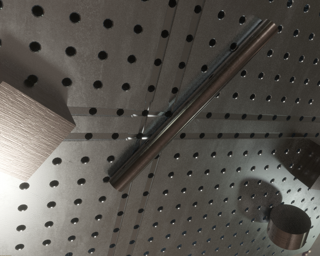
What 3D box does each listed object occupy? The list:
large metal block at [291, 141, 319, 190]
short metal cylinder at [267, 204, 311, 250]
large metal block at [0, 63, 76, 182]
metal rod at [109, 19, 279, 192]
[{"bbox_3d":[0.329,0.079,0.628,0.081,0.050,0.079,13,112,-34],"label":"large metal block"},{"bbox_3d":[0.273,0.210,0.658,0.081,0.080,0.050,-16,125,-20],"label":"short metal cylinder"},{"bbox_3d":[-0.147,-0.004,0.313,0.080,0.050,0.080,-48,130,5],"label":"large metal block"},{"bbox_3d":[0.043,-0.028,0.419,0.300,0.025,0.025,-46,130,3],"label":"metal rod"}]
